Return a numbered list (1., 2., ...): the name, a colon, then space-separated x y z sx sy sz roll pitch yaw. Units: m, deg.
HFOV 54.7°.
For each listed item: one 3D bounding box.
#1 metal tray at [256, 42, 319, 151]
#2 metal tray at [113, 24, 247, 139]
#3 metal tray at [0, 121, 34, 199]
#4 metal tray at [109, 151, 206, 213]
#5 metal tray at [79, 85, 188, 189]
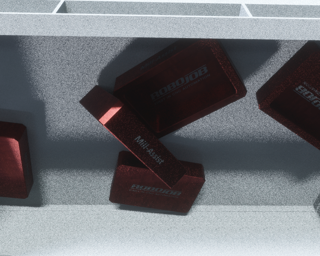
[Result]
1. metal tray: 0.195 -0.029 0.370 0.130 0.030 0.090 31 124 -14
2. metal tray: 0.023 -0.048 0.364 0.130 0.030 0.090 -27 126 20
3. metal tray: -0.237 0.047 0.442 0.091 0.030 0.129 7 130 -7
4. metal tray: -0.006 0.086 0.479 0.131 0.030 0.089 11 129 -10
5. metal tray: -0.032 0.011 0.373 0.030 0.090 0.130 -47 123 -6
